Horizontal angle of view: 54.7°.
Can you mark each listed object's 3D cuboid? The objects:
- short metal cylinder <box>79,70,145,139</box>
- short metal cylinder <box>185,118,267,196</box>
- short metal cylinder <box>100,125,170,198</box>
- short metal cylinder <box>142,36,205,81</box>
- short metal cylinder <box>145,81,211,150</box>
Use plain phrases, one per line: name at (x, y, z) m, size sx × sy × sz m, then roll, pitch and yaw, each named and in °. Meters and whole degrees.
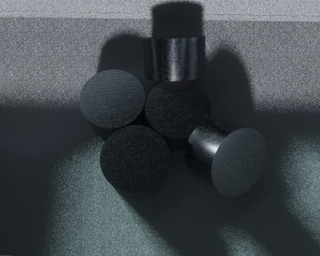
short metal cylinder at (-0.059, -0.029, 0.404) m, size 0.081 × 0.050 × 0.080 m, roll 0°, pitch 70°, yaw 0°
short metal cylinder at (0.077, 0.032, 0.362) m, size 0.081 × 0.050 × 0.079 m, roll -9°, pitch 108°, yaw -28°
short metal cylinder at (-0.029, 0.042, 0.378) m, size 0.081 × 0.050 × 0.080 m, roll 0°, pitch 70°, yaw 0°
short metal cylinder at (0.019, -0.093, 0.405) m, size 0.081 × 0.080 × 0.050 m, roll -3°, pitch 109°, yaw -1°
short metal cylinder at (0.022, -0.016, 0.400) m, size 0.081 × 0.050 × 0.080 m, roll 0°, pitch 70°, yaw 0°
